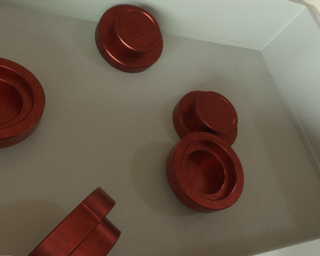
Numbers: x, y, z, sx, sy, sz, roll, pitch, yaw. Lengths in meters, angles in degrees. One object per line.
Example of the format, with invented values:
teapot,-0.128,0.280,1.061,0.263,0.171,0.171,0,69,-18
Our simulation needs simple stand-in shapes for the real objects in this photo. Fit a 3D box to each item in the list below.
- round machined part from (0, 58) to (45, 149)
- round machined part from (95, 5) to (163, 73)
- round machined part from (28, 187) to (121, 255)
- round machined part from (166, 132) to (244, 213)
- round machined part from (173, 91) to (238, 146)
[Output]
round machined part,-0.172,-0.022,0.316,0.099,0.042,0.098,14,56,-21
round machined part,-0.039,-0.131,0.440,0.099,0.042,0.098,7,74,-26
round machined part,-0.071,0.100,0.260,0.042,0.097,0.099,44,51,1
round machined part,0.052,0.057,0.387,0.099,0.042,0.098,12,60,-21
round machined part,0.071,-0.014,0.443,0.099,0.042,0.098,14,56,-21
